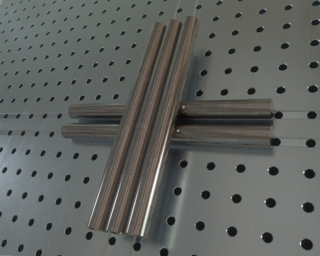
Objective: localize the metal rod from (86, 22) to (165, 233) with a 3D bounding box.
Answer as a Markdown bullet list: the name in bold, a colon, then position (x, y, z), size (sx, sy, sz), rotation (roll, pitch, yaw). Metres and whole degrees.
- **metal rod**: position (-0.035, -0.019, 0.405), size (0.025, 0.025, 0.300), rotation (1, 62, 28)

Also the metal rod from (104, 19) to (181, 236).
- **metal rod**: position (-0.013, -0.019, 0.394), size (0.025, 0.025, 0.300), rotation (1, 62, 28)

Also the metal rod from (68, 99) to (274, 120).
- **metal rod**: position (-0.004, -0.024, 0.424), size (0.300, 0.025, 0.025), rotation (1, 62, 28)

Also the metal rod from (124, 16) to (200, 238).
- **metal rod**: position (0.010, -0.020, 0.383), size (0.025, 0.025, 0.300), rotation (1, 62, 28)

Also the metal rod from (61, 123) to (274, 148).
- **metal rod**: position (-0.011, 0.007, 0.408), size (0.300, 0.025, 0.025), rotation (1, 62, 28)
